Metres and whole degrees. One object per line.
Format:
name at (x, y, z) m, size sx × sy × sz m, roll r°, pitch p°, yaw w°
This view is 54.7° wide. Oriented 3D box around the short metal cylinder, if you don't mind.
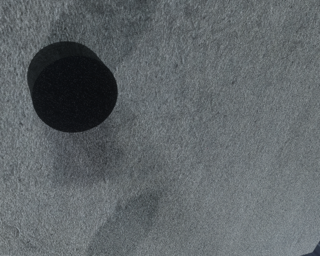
short metal cylinder at (-0.090, -0.042, 0.316) m, size 0.081 × 0.050 × 0.079 m, roll -14°, pitch 124°, yaw -21°
